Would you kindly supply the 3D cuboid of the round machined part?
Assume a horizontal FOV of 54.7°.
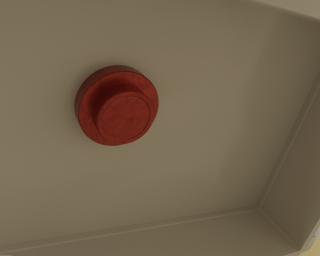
[{"bbox_3d":[-0.046,-0.020,0.362,0.099,0.042,0.097,-14,125,-21],"label":"round machined part"}]
